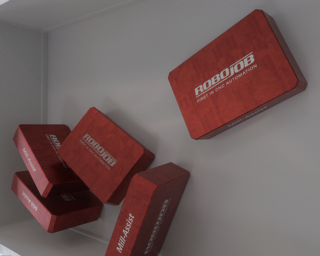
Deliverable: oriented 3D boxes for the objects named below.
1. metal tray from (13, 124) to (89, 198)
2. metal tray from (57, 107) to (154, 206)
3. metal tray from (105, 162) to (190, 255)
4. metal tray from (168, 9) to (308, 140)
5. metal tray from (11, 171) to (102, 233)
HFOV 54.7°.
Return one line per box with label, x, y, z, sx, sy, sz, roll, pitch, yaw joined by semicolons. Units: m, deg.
metal tray;-0.169;0.047;0.504;0.130;0.091;0.030;49;120;28
metal tray;-0.082;0.037;0.449;0.130;0.030;0.090;36;88;34
metal tray;-0.015;0.111;0.372;0.030;0.090;0.129;26;105;26
metal tray;0.077;-0.052;0.340;0.130;0.030;0.090;-31;71;35
metal tray;-0.168;0.110;0.503;0.130;0.091;0.030;29;108;36
